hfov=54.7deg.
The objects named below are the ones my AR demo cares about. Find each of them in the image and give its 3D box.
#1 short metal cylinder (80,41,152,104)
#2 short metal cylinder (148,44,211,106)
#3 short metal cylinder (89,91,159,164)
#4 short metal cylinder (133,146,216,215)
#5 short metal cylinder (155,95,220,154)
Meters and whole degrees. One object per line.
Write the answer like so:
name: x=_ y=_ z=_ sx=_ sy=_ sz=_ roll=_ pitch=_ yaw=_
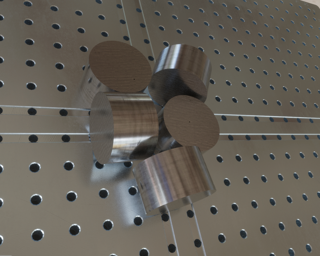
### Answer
short metal cylinder: x=-0.057 y=-0.065 z=0.400 sx=0.081 sy=0.050 sz=0.080 roll=13 pitch=57 yaw=-20
short metal cylinder: x=0.028 y=-0.068 z=0.429 sx=0.080 sy=0.080 sz=0.050 roll=25 pitch=52 yaw=-13
short metal cylinder: x=-0.043 y=-0.001 z=0.351 sx=0.050 sy=0.080 sz=0.080 roll=-2 pitch=63 yaw=-30
short metal cylinder: x=0.015 y=0.059 z=0.344 sx=0.081 sy=0.080 sz=0.050 roll=-7 pitch=66 yaw=-31
short metal cylinder: x=0.030 y=0.004 z=0.405 sx=0.081 sy=0.050 sz=0.080 roll=14 pitch=56 yaw=-21
